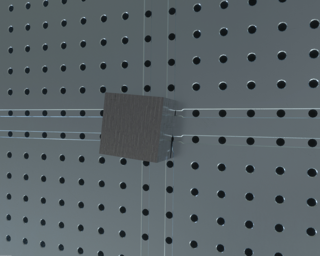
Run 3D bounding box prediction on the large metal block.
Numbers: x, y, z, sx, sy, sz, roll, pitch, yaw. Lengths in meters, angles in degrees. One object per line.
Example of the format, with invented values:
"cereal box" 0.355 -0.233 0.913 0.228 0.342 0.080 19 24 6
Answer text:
"large metal block" -0.028 -0.002 0.410 0.080 0.050 0.080 7 92 20
